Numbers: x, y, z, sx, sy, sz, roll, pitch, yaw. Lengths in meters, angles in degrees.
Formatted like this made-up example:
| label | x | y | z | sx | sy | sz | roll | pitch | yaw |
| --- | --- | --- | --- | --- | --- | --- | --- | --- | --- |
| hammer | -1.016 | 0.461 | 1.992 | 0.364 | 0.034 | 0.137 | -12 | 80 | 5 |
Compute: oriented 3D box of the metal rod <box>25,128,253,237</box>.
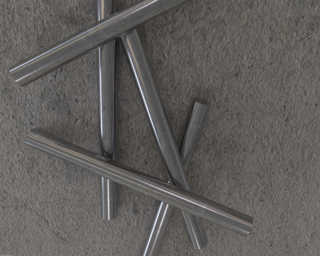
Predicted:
| label | x | y | z | sx | sy | sz | roll | pitch | yaw |
| --- | --- | --- | --- | --- | --- | --- | --- | --- | --- |
| metal rod | -0.032 | 0.065 | 0.392 | 0.301 | 0.025 | 0.025 | 21 | 109 | 8 |

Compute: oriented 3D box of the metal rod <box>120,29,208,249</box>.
| label | x | y | z | sx | sy | sz | roll | pitch | yaw |
| --- | --- | --- | --- | --- | --- | --- | --- | --- | --- |
| metal rod | 0.008 | 0.020 | 0.396 | 0.025 | 0.025 | 0.298 | -17 | 102 | 6 |

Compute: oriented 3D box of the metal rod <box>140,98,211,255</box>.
| label | x | y | z | sx | sy | sz | roll | pitch | yaw |
| --- | --- | --- | --- | --- | --- | --- | --- | --- | --- |
| metal rod | 0.012 | 0.101 | 0.446 | 0.025 | 0.025 | 0.298 | 15 | 109 | -6 |

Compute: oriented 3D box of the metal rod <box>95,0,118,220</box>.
| label | x | y | z | sx | sy | sz | roll | pitch | yaw |
| --- | --- | --- | --- | --- | --- | --- | --- | --- | --- |
| metal rod | -0.068 | -0.012 | 0.404 | 0.025 | 0.025 | 0.298 | 2 | 110 | -1 |

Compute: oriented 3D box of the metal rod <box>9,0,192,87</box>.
| label | x | y | z | sx | sy | sz | roll | pitch | yaw |
| --- | --- | --- | --- | --- | --- | --- | --- | --- | --- |
| metal rod | -0.025 | -0.125 | 0.341 | 0.301 | 0.025 | 0.025 | -27 | 108 | 1 |
